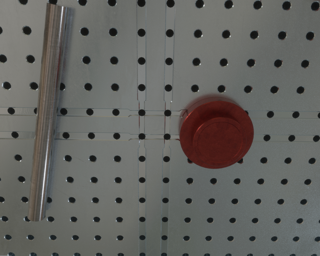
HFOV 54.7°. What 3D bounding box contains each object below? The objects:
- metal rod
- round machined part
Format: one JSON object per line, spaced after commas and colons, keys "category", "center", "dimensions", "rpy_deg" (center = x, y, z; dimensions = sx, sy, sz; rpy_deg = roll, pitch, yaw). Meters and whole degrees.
{"category": "metal rod", "center": [-0.151, -0.006, 0.409], "dimensions": [0.025, 0.025, 0.298], "rpy_deg": [12, 110, -5]}
{"category": "round machined part", "center": [0.075, 0.011, 0.410], "dimensions": [0.099, 0.042, 0.097], "rpy_deg": [0, 110, -1]}
